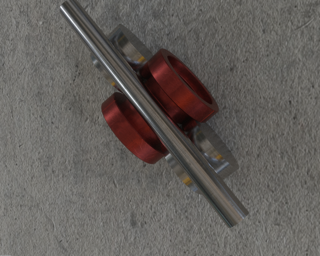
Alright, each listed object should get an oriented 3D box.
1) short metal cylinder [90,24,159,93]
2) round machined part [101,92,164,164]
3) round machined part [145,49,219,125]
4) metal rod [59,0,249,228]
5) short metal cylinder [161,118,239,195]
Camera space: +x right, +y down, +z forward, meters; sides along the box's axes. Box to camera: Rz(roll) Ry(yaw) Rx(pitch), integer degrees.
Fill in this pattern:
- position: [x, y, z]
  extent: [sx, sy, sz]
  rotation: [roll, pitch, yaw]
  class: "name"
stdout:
- position: [-0.041, -0.084, 0.394]
  extent: [0.050, 0.080, 0.080]
  rotation: [-41, 78, 15]
  class: "short metal cylinder"
- position: [-0.021, -0.007, 0.377]
  extent: [0.042, 0.098, 0.098]
  rotation: [-40, 78, 11]
  class: "round machined part"
- position: [0.021, -0.043, 0.364]
  extent: [0.042, 0.098, 0.098]
  rotation: [-42, 77, 20]
  class: "round machined part"
- position: [-0.015, -0.026, 0.330]
  extent: [0.025, 0.025, 0.300]
  rotation: [-42, 77, 15]
  class: "metal rod"
- position: [0.047, 0.030, 0.364]
  extent: [0.050, 0.080, 0.080]
  rotation: [-41, 78, 15]
  class: "short metal cylinder"
